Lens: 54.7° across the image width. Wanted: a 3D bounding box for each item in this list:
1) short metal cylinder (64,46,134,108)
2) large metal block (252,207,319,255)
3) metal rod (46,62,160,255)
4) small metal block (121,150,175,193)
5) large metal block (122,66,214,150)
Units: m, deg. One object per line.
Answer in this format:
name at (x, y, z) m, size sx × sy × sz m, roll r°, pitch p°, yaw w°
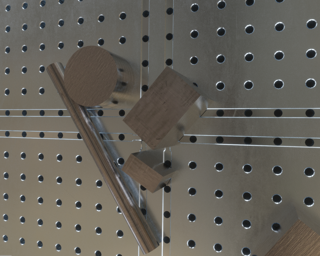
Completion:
short metal cylinder at (-0.083, -0.068, 0.427) m, size 0.080 × 0.050 × 0.079 m, roll 0°, pitch 90°, yaw 19°
large metal block at (0.159, 0.150, 0.343) m, size 0.080 × 0.050 × 0.080 m, roll 39°, pitch 102°, yaw 15°
metal rod at (-0.085, 0.036, 0.441) m, size 0.025 × 0.025 × 0.299 m, roll -33°, pitch 80°, yaw 17°
small metal block at (-0.014, 0.055, 0.403) m, size 0.050 × 0.050 × 0.025 m, roll 34°, pitch 101°, yaw 16°
large metal block at (0.013, -0.022, 0.378) m, size 0.050 × 0.080 × 0.080 m, roll 44°, pitch 103°, yaw 14°
